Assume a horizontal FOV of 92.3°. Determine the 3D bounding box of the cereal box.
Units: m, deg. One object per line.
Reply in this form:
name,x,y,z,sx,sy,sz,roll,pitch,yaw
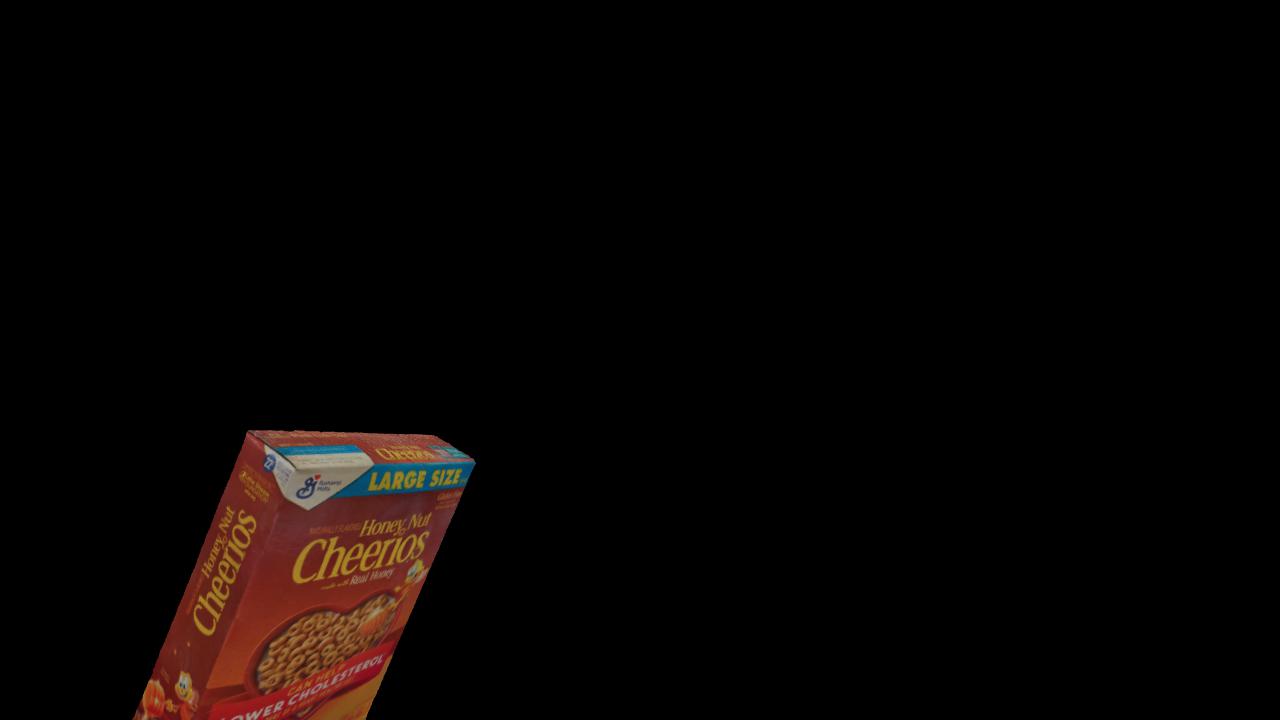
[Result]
cereal box,-0.294,0.214,0.559,0.081,0.306,0.203,26,3,26
